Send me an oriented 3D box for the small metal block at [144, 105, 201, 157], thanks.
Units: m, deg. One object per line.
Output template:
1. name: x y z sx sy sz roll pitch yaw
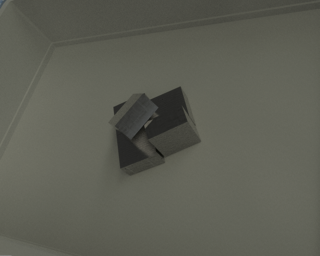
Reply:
1. small metal block: 0.016 0.005 0.375 0.050 0.050 0.025 -25 53 12

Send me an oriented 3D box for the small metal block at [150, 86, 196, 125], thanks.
1. small metal block: 0.014 -0.020 0.407 0.050 0.025 0.050 -22 54 14

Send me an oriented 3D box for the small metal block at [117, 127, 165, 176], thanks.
1. small metal block: -0.026 0.027 0.399 0.050 0.025 0.050 -22 54 14

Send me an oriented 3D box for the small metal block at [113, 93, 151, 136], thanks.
1. small metal block: -0.034 -0.013 0.428 0.050 0.025 0.050 -22 54 14

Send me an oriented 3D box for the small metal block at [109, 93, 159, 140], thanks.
1. small metal block: -0.034 -0.016 0.382 0.050 0.025 0.050 -50 17 -8
